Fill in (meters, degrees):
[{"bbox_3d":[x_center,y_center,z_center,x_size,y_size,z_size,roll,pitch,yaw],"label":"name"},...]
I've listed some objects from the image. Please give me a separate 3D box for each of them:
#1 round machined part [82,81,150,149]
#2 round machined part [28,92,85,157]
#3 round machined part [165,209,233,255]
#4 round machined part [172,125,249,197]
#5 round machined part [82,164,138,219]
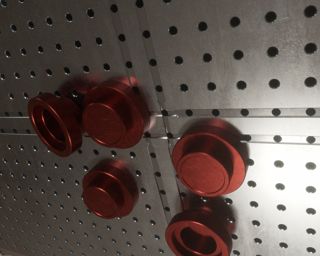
[{"bbox_3d":[-0.067,-0.012,0.427,0.098,0.042,0.097,13,124,20],"label":"round machined part"},{"bbox_3d":[-0.148,-0.008,0.461,0.098,0.042,0.097,24,132,30],"label":"round machined part"},{"bbox_3d":[0.061,0.162,0.467,0.098,0.042,0.097,13,124,20],"label":"round machined part"},{"bbox_3d":[0.060,0.049,0.398,0.098,0.042,0.097,13,124,20],"label":"round machined part"},{"bbox_3d":[-0.089,0.112,0.514,0.098,0.042,0.097,13,124,20],"label":"round machined part"}]
